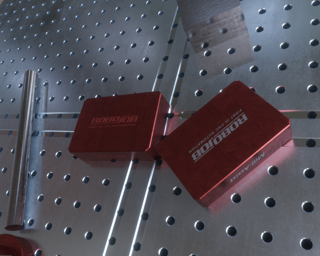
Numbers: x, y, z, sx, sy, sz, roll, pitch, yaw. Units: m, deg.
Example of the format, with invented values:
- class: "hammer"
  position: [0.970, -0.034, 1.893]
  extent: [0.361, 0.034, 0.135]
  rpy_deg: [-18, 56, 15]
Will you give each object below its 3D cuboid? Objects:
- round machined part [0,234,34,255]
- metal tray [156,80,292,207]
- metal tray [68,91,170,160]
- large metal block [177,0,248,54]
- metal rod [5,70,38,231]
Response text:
- class: "round machined part"
  position: [-0.214, 0.185, 0.394]
  extent: [0.098, 0.042, 0.098]
  rpy_deg: [-13, 56, 20]
- class: "metal tray"
  position: [0.071, 0.015, 0.358]
  extent: [0.130, 0.030, 0.090]
  rpy_deg: [-40, 51, 0]
- class: "metal tray"
  position: [-0.058, -0.002, 0.435]
  extent: [0.130, 0.030, 0.090]
  rpy_deg: [-3, 60, 26]
- class: "large metal block"
  position: [0.075, -0.168, 0.455]
  extent: [0.080, 0.050, 0.080]
  rpy_deg: [-19, 54, 16]
- class: "metal rod"
  position: [-0.224, 0.017, 0.512]
  extent: [0.025, 0.025, 0.299]
  rpy_deg: [-22, 54, 15]
